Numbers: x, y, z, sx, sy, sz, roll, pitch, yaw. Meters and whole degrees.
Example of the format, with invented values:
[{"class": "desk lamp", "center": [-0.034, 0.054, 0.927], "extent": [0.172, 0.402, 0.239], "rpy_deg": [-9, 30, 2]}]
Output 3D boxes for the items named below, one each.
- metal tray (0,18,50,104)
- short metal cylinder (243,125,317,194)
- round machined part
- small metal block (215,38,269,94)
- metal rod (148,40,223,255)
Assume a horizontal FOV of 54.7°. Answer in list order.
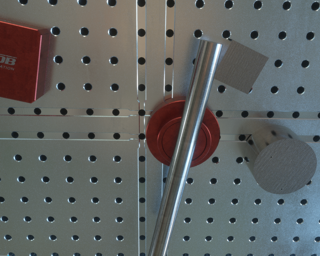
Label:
[{"class": "metal tray", "center": [-0.208, -0.088, 0.375], "extent": [0.131, 0.030, 0.089], "rpy_deg": [12, 110, -5]}, {"class": "short metal cylinder", "center": [0.159, 0.042, 0.418], "extent": [0.081, 0.050, 0.079], "rpy_deg": [0, 110, 0]}, {"class": "round machined part", "center": [0.031, 0.011, 0.409], "extent": [0.099, 0.042, 0.097], "rpy_deg": [0, 110, -1]}, {"class": "small metal block", "center": [0.097, -0.077, 0.386], "extent": [0.050, 0.025, 0.050], "rpy_deg": [24, 108, -9]}, {"class": "metal rod", "center": [0.026, 0.044, 0.385], "extent": [0.025, 0.025, 0.298], "rpy_deg": [11, 110, -5]}]
